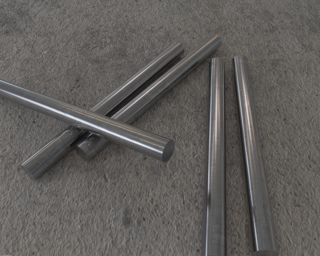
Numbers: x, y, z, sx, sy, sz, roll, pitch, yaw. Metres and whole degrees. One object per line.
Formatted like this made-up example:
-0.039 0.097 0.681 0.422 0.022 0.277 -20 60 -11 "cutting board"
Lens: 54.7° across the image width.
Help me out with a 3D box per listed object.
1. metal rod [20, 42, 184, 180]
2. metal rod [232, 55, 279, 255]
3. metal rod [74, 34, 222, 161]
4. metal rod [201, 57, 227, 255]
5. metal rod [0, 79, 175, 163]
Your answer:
-0.062 -0.040 0.435 0.025 0.025 0.301 31 56 23 "metal rod"
0.114 0.008 0.396 0.025 0.025 0.300 4 50 3 "metal rod"
0.000 -0.059 0.452 0.025 0.025 0.301 32 57 24 "metal rod"
0.071 0.013 0.392 0.025 0.025 0.300 6 50 5 "metal rod"
-0.118 -0.020 0.387 0.300 0.025 0.025 19 52 27 "metal rod"
